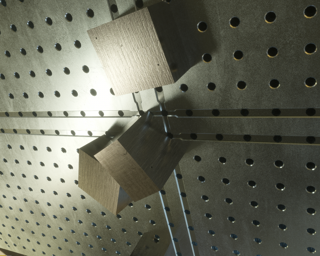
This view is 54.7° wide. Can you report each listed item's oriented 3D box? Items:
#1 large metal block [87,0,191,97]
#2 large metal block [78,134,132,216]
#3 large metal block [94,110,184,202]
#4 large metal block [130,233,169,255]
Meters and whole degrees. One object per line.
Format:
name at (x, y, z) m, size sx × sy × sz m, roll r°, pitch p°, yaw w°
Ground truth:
large metal block at (-0.022, -0.089, 0.351) m, size 0.080 × 0.050 × 0.080 m, roll -8°, pitch 114°, yaw 31°
large metal block at (-0.075, 0.069, 0.466) m, size 0.080 × 0.050 × 0.079 m, roll 30°, pitch 129°, yaw 23°
large metal block at (-0.025, 0.036, 0.409) m, size 0.050 × 0.080 × 0.080 m, roll -33°, pitch 100°, yaw 38°
large metal block at (-0.029, 0.249, 0.543) m, size 0.050 × 0.080 × 0.079 m, roll 21°, pitch 126°, yaw 15°
